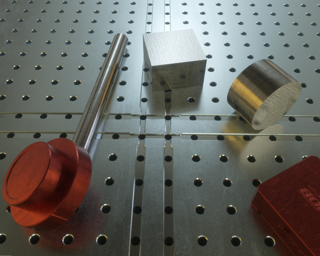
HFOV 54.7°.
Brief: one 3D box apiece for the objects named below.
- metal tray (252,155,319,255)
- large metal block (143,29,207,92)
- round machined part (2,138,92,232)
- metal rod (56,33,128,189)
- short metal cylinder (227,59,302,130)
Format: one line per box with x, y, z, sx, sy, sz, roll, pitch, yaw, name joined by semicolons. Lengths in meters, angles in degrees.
0.174;0.099;0.323;0.091;0.030;0.130;-23;54;-19;metal tray
0.020;-0.107;0.481;0.081;0.050;0.080;-8;51;-8;large metal block
-0.122;0.053;0.321;0.098;0.042;0.098;-19;51;26;round machined part
-0.088;-0.039;0.439;0.025;0.025;0.300;6;50;5;metal rod
0.137;-0.044;0.410;0.081;0.080;0.050;-24;54;-19;short metal cylinder
